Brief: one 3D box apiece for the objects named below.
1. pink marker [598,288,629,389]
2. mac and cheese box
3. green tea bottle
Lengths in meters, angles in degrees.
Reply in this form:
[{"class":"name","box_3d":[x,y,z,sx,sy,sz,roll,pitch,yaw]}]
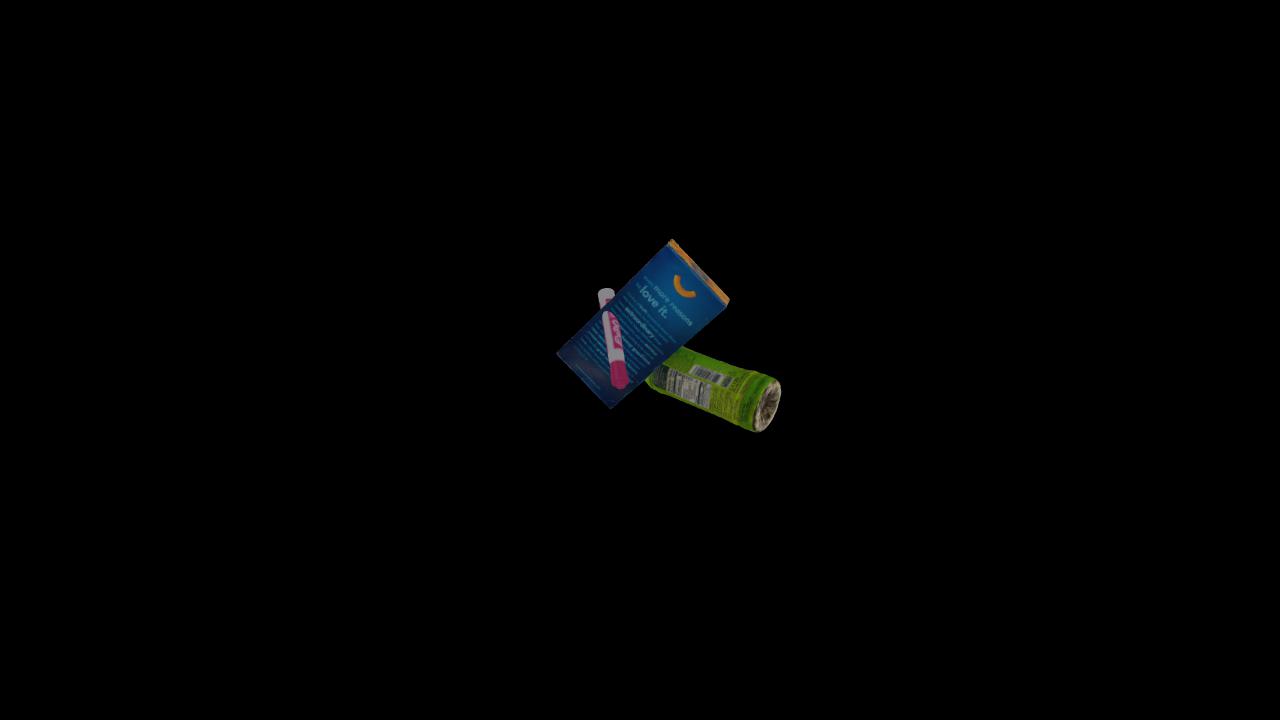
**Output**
[{"class":"pink marker","box_3d":[-0.029,-0.024,0.657,0.020,0.121,0.020,-8,-29,-4]},{"class":"mac and cheese box","box_3d":[0.001,-0.036,0.680,0.184,0.093,0.041,-42,5,24]},{"class":"green tea bottle","box_3d":[0.066,0.021,0.767,0.212,0.073,0.073,23,12,30]}]
